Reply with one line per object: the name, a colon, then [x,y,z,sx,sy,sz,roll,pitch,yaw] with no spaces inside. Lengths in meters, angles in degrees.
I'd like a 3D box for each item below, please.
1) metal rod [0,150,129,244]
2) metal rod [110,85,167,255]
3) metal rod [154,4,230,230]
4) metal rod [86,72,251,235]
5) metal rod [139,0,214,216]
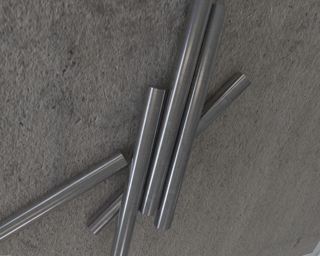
metal rod: [-0.175,0.115,0.382,0.301,0.025,0.025,-31,129,-9]
metal rod: [-0.037,0.091,0.411,0.025,0.025,0.298,4,108,-30]
metal rod: [0.036,-0.002,0.399,0.025,0.025,0.298,3,109,-30]
metal rod: [0.010,0.037,0.434,0.300,0.025,0.025,-45,129,3]
metal rod: [0.017,-0.024,0.381,0.025,0.025,0.298,3,111,-30]
